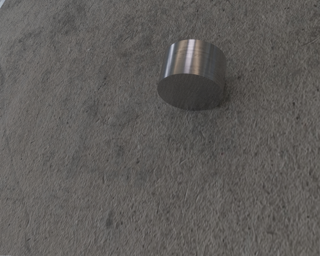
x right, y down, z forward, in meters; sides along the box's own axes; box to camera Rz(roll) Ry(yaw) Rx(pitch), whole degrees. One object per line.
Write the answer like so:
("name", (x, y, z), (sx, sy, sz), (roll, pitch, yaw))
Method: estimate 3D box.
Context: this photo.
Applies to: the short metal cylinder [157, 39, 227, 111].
("short metal cylinder", (0.041, -0.063, 0.387), (0.080, 0.080, 0.050), (-3, 60, 27))
